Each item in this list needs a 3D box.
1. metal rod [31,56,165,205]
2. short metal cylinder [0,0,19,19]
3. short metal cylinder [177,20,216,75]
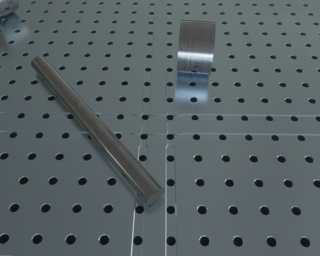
[{"bbox_3d":[-0.099,-0.014,0.418,0.025,0.025,0.300,-32,57,-24],"label":"metal rod"},{"bbox_3d":[-0.313,-0.246,0.576,0.080,0.080,0.050,29,56,22],"label":"short metal cylinder"},{"bbox_3d":[0.055,-0.123,0.475,0.050,0.080,0.080,5,50,4],"label":"short metal cylinder"}]
